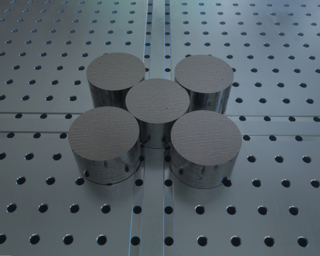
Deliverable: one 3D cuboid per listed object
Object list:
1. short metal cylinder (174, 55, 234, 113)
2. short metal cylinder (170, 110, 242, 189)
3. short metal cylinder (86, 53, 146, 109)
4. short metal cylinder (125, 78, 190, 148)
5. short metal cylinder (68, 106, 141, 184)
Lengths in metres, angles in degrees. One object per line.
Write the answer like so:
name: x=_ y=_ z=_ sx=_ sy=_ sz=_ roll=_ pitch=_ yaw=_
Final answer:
short metal cylinder: x=0.060 y=-0.059 z=0.439 sx=0.081 sy=0.050 sz=0.080 roll=0 pitch=50 yaw=0
short metal cylinder: x=0.052 y=0.025 z=0.370 sx=0.081 sy=0.050 sz=0.080 roll=0 pitch=50 yaw=0
short metal cylinder: x=-0.060 y=-0.063 z=0.443 sx=0.081 sy=0.050 sz=0.080 roll=0 pitch=50 yaw=0
short metal cylinder: x=-0.003 y=-0.020 z=0.407 sx=0.081 sy=0.050 sz=0.080 roll=0 pitch=50 yaw=0
short metal cylinder: x=-0.064 y=0.020 z=0.372 sx=0.081 sy=0.050 sz=0.080 roll=0 pitch=50 yaw=0
